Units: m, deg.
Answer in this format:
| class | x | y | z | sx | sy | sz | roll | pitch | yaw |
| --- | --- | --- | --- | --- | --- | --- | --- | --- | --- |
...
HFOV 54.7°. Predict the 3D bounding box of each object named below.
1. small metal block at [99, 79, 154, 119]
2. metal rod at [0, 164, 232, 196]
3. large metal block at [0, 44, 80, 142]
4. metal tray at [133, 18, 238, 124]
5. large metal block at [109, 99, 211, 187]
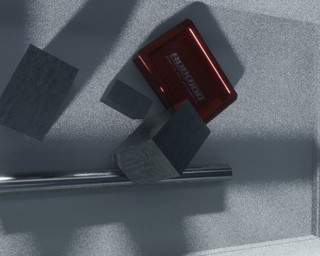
| class | x | y | z | sx | sy | sz | roll | pitch | yaw |
| --- | --- | --- | --- | --- | --- | --- | --- | --- | --- |
| small metal block | -0.042 | -0.034 | 0.382 | 0.050 | 0.050 | 0.025 | 30 | 80 | -18 |
| metal rod | -0.044 | 0.063 | 0.395 | 0.303 | 0.025 | 0.025 | 0 | 90 | -21 |
| large metal block | -0.132 | -0.034 | 0.333 | 0.050 | 0.080 | 0.080 | 28 | 81 | -18 |
| metal tray | 0.036 | -0.068 | 0.422 | 0.090 | 0.030 | 0.130 | -38 | 103 | -16 |
| large metal block | 0.001 | 0.019 | 0.368 | 0.050 | 0.080 | 0.080 | 53 | 47 | -13 |
